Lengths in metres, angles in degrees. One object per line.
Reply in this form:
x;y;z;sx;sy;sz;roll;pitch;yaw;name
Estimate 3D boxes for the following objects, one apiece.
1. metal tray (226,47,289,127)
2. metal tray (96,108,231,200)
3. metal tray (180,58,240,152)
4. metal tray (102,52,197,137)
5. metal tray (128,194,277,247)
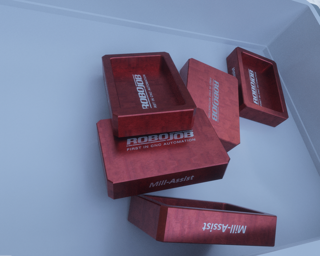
0.166;-0.072;0.535;0.091;0.030;0.130;15;56;-20;metal tray
0.000;0.024;0.349;0.131;0.030;0.090;-8;46;-14;metal tray
0.072;-0.036;0.463;0.091;0.030;0.130;20;54;-17;metal tray
-0.019;-0.047;0.376;0.091;0.030;0.130;-6;42;-12;metal tray
0.042;0.095;0.325;0.131;0.090;0.030;11;82;-22;metal tray
